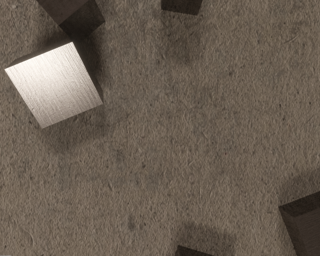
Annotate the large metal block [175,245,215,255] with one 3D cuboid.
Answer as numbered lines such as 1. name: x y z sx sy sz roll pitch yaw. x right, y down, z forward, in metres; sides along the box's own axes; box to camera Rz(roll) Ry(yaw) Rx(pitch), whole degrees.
1. large metal block: 0.051 0.210 0.398 0.080 0.050 0.080 17 90 -1

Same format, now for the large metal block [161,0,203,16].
1. large metal block: 0.033 -0.196 0.383 0.050 0.080 0.080 9 90 0

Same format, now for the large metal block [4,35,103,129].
1. large metal block: -0.124 -0.057 0.381 0.080 0.050 0.080 -23 117 0

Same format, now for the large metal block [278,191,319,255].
1. large metal block: 0.214 0.131 0.400 0.080 0.050 0.080 -21 90 -1

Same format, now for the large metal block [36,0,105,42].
1. large metal block: -0.119 -0.159 0.381 0.050 0.080 0.080 -41 90 0
